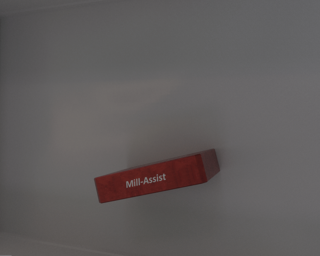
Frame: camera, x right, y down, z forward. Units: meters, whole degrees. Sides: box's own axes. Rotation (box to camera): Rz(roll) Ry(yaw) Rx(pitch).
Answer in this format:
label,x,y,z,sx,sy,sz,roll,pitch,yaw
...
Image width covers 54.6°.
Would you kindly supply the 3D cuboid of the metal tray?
label,x,y,z,sx,sy,sz,roll,pitch,yaw
metal tray,0.000,0.056,0.376,0.130,0.090,0.030,-15,85,19
